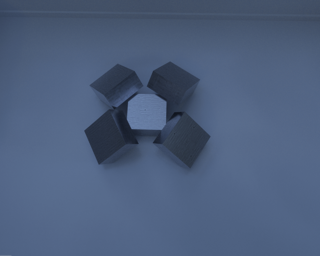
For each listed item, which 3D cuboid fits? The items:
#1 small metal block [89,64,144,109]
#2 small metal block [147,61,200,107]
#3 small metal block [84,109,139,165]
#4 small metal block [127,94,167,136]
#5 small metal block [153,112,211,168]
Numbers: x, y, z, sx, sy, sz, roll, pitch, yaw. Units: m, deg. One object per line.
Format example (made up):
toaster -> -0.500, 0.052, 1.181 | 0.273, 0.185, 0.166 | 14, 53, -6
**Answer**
small metal block -> -0.059, -0.057, 0.414 | 0.050, 0.025, 0.050 | -41, 38, -13
small metal block -> 0.019, -0.061, 0.417 | 0.050, 0.025, 0.050 | 33, 36, 11
small metal block -> -0.062, 0.012, 0.390 | 0.050, 0.025, 0.050 | -37, 70, 27
small metal block -> -0.017, -0.017, 0.413 | 0.050, 0.025, 0.050 | 2, 70, 0
small metal block -> 0.028, 0.015, 0.390 | 0.050, 0.025, 0.050 | 42, 72, -22
